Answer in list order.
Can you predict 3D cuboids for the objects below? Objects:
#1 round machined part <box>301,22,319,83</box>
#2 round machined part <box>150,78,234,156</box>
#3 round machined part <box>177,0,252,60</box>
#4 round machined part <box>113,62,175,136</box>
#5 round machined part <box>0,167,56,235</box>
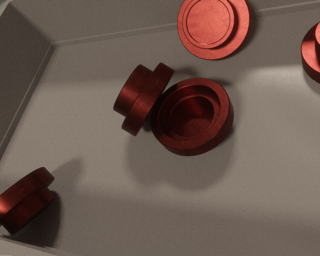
[{"bbox_3d":[0.210,-0.095,0.343,0.098,0.042,0.098,-13,56,20],"label":"round machined part"},{"bbox_3d":[0.041,-0.010,0.378,0.098,0.042,0.098,-13,56,20],"label":"round machined part"},{"bbox_3d":[0.068,-0.139,0.409,0.098,0.042,0.097,6,107,22],"label":"round machined part"},{"bbox_3d":[-0.024,-0.041,0.394,0.042,0.098,0.098,31,75,-2],"label":"round machined part"},{"bbox_3d":[-0.176,0.099,0.401,0.098,0.098,0.042,-42,90,-1],"label":"round machined part"}]
